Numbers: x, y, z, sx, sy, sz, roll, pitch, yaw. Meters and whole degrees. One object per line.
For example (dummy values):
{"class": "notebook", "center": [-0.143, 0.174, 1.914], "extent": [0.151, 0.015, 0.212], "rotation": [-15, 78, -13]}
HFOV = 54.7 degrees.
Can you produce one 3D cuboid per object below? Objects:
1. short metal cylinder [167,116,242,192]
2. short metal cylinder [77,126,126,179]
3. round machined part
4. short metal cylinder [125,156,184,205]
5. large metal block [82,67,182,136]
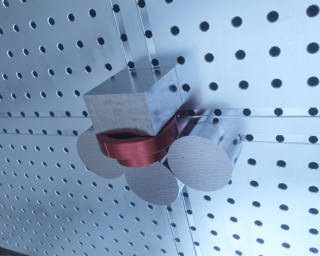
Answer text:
{"class": "short metal cylinder", "center": [0.056, 0.032, 0.386], "extent": [0.080, 0.050, 0.079], "rotation": [13, 124, 21]}
{"class": "short metal cylinder", "center": [-0.072, 0.027, 0.450], "extent": [0.080, 0.050, 0.079], "rotation": [13, 124, 21]}
{"class": "round machined part", "center": [-0.026, 0.013, 0.383], "extent": [0.098, 0.098, 0.042], "rotation": [2, 119, 27]}
{"class": "short metal cylinder", "center": [-0.002, 0.061, 0.434], "extent": [0.080, 0.050, 0.079], "rotation": [13, 124, 21]}
{"class": "large metal block", "center": [-0.029, -0.033, 0.370], "extent": [0.080, 0.080, 0.050], "rotation": [1, 119, 28]}
